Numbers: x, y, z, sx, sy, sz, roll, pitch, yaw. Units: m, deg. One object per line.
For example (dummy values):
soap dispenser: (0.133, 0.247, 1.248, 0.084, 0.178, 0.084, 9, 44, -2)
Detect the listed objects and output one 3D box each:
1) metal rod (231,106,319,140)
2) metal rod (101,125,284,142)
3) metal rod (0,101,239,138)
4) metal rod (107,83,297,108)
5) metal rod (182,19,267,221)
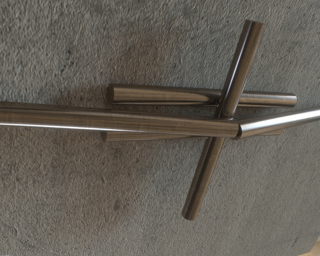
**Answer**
metal rod: (0.217, -0.016, 0.487, 0.303, 0.025, 0.025, -9, 123, -36)
metal rod: (0.065, 0.002, 0.446, 0.303, 0.025, 0.025, -1, 119, -28)
metal rod: (-0.048, -0.008, 0.345, 0.302, 0.025, 0.025, 3, 117, -20)
metal rod: (0.076, -0.041, 0.426, 0.303, 0.025, 0.025, -1, 119, -28)
metal rod: (0.079, 0.006, 0.425, 0.025, 0.025, 0.298, 0, 119, -29)
